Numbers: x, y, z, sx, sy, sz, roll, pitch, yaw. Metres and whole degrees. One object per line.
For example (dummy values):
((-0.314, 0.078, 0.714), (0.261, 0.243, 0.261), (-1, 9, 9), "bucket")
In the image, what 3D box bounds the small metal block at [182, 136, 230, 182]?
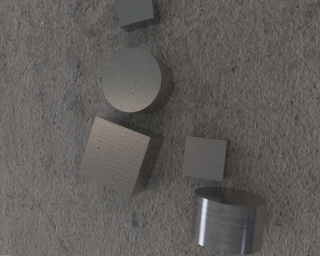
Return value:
((0.058, 0.037, 0.389), (0.050, 0.025, 0.050), (6, 92, 19), "small metal block")

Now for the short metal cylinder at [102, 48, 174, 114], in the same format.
((-0.028, -0.059, 0.405), (0.080, 0.050, 0.080), (0, 90, 20), "short metal cylinder")

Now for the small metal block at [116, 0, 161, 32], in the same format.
((-0.030, -0.164, 0.420), (0.050, 0.025, 0.050), (-8, 87, 19), "small metal block")

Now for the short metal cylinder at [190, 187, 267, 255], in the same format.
((0.077, 0.102, 0.352), (0.080, 0.080, 0.050), (6, 92, 20), "short metal cylinder")

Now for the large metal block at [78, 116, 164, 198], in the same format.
((-0.051, 0.035, 0.414), (0.080, 0.050, 0.080), (20, 97, 18), "large metal block")
